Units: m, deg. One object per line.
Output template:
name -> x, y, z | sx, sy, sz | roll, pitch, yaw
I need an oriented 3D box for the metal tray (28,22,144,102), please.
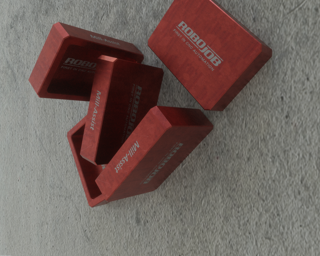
metal tray -> -0.093, -0.079, 0.413 | 0.030, 0.131, 0.090 | 51, 119, 27

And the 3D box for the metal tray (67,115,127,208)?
metal tray -> -0.091, 0.044, 0.475 | 0.090, 0.030, 0.130 | -35, 69, 34

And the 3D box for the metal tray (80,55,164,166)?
metal tray -> -0.047, -0.021, 0.400 | 0.030, 0.091, 0.129 | 21, 103, 38

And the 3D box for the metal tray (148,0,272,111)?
metal tray -> 0.051, -0.094, 0.360 | 0.090, 0.030, 0.130 | -52, 60, 27

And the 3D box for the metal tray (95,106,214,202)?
metal tray -> -0.007, 0.032, 0.368 | 0.129, 0.091, 0.030 | -51, 61, 28
